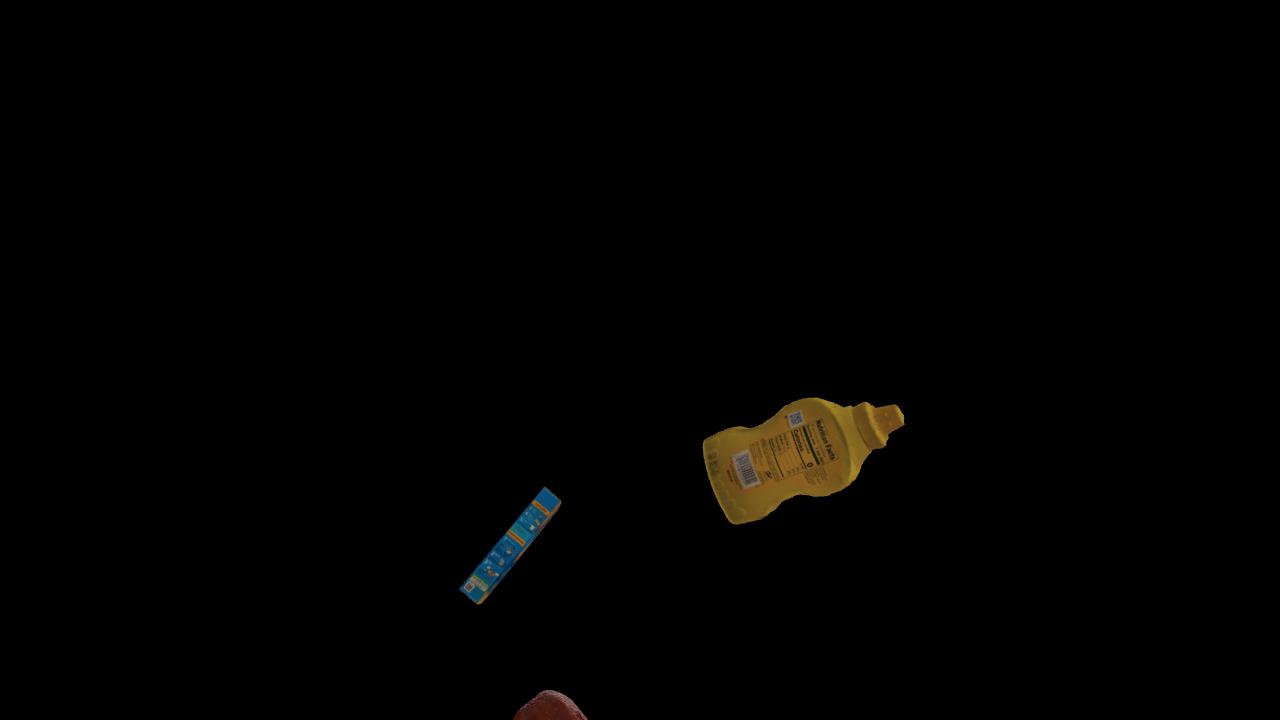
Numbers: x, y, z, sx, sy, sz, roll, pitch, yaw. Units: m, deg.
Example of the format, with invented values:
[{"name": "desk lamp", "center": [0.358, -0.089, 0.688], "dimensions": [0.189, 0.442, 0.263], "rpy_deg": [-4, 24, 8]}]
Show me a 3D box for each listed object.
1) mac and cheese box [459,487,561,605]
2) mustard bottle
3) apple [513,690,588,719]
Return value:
[{"name": "mac and cheese box", "center": [-0.194, 0.282, 0.935], "dimensions": [0.041, 0.184, 0.093], "rpy_deg": [38, -23, 6]}, {"name": "mustard bottle", "center": [0.152, 0.083, 0.566], "dimensions": [0.184, 0.092, 0.054], "rpy_deg": [-28, -26, 27]}, {"name": "apple", "center": [-0.084, 0.367, 0.592], "dimensions": [0.079, 0.079, 0.093], "rpy_deg": [0, -6, -33]}]
